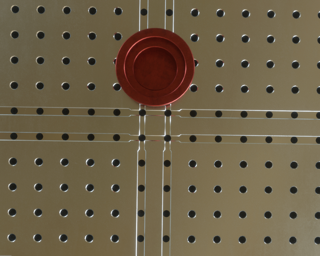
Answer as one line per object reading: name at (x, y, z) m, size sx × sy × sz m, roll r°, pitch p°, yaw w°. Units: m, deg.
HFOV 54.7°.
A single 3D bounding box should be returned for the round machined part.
round machined part at (-0.006, -0.076, 0.405) m, size 0.099 × 0.042 × 0.097 m, roll 0°, pitch 90°, yaw -1°
